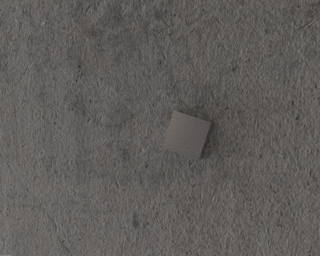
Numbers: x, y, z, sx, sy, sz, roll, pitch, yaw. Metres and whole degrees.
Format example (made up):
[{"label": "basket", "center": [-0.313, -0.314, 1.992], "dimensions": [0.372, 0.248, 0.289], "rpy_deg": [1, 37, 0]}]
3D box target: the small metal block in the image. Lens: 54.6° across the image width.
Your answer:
[{"label": "small metal block", "center": [0.036, 0.009, 0.396], "dimensions": [0.050, 0.025, 0.050], "rpy_deg": [19, 97, 19]}]
